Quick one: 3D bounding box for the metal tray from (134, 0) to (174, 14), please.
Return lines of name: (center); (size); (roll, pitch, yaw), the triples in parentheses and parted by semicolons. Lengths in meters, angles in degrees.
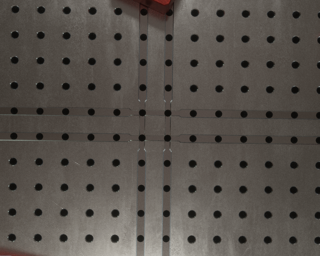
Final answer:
metal tray: (-0.004, -0.232, 0.410); (0.090, 0.030, 0.129); (25, 90, -1)
